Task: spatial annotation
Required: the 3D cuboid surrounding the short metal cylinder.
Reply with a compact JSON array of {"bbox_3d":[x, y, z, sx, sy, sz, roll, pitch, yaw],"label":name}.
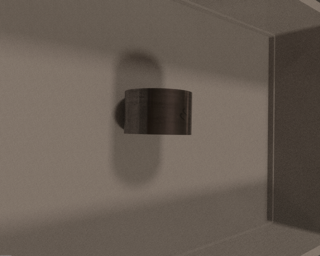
[{"bbox_3d":[-0.002,-0.017,0.371,0.081,0.080,0.050,2,89,-40],"label":"short metal cylinder"}]
